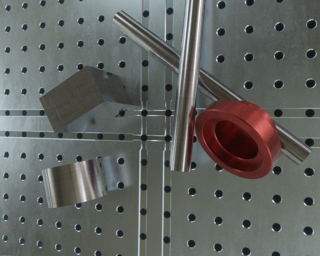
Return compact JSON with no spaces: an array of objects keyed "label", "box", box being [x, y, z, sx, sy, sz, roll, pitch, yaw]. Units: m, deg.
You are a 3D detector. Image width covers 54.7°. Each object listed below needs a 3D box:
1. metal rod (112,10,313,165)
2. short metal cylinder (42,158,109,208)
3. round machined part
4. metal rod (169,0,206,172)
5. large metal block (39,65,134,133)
[{"label":"metal rod","box":[0.054,-0.060,0.392,0.300,0.025,0.025,40,102,15]},{"label":"short metal cylinder","box":[-0.115,0.073,0.422,0.080,0.080,0.050,-13,86,19]},{"label":"round machined part","box":[0.092,0.008,0.352,0.098,0.097,0.042,40,61,15]},{"label":"metal rod","box":[0.038,-0.098,0.375,0.025,0.025,0.298,3,82,19]},{"label":"large metal block","box":[-0.096,-0.035,0.416,0.080,0.080,0.050,-30,81,17]}]
